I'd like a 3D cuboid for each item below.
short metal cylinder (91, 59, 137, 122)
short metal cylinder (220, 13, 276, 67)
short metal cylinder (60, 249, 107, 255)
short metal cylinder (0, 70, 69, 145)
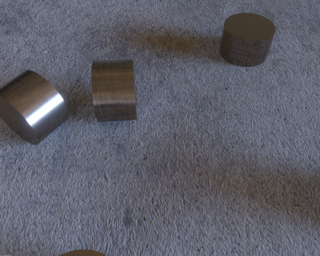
[{"bbox_3d":[-0.058,-0.049,0.408,0.050,0.080,0.080,-4,50,-3],"label":"short metal cylinder"},{"bbox_3d":[0.142,-0.146,0.510,0.080,0.050,0.080,0,50,0],"label":"short metal cylinder"},{"bbox_3d":[-0.066,0.151,0.260,0.080,0.050,0.080,0,50,0],"label":"short metal cylinder"},{"bbox_3d":[-0.162,-0.025,0.387,0.080,0.080,0.050,28,56,21],"label":"short metal cylinder"}]
